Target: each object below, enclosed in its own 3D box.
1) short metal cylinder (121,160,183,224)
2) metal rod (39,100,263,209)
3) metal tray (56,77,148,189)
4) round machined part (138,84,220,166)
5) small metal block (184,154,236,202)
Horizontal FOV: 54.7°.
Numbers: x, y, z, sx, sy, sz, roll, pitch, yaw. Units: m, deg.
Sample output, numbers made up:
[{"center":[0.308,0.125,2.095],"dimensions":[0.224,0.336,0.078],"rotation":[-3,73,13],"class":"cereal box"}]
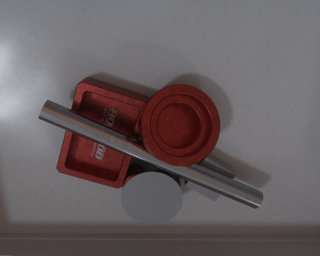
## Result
[{"center":[-0.011,0.084,0.426],"dimensions":[0.081,0.050,0.079],"rotation":[0,110,-1],"class":"short metal cylinder"},{"center":[-0.002,0.038,0.393],"dimensions":[0.302,0.025,0.025],"rotation":[24,108,-12],"class":"metal rod"},{"center":[-0.075,0.009,0.408],"dimensions":[0.091,0.030,0.129],"rotation":[17,109,-7],"class":"metal tray"},{"center":[0.021,-0.003,0.387],"dimensions":[0.099,0.042,0.097],"rotation":[0,88,-14],"class":"round machined part"},{"center":[0.069,0.067,0.435],"dimensions":[0.050,0.025,0.050],"rotation":[30,107,-11],"class":"small metal block"}]
